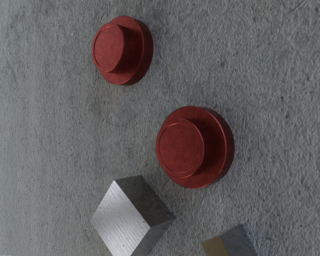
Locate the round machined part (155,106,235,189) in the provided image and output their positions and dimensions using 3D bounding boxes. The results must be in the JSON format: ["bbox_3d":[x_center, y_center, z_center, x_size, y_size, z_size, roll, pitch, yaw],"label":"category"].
[{"bbox_3d":[0.034,0.023,0.365,0.098,0.042,0.097,0,90,39],"label":"round machined part"}]

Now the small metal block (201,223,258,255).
[{"bbox_3d":[0.077,0.134,0.324,0.025,0.050,0.050,-38,67,33],"label":"small metal block"}]

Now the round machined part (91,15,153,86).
[{"bbox_3d":[-0.060,-0.111,0.441,0.098,0.042,0.097,0,90,39],"label":"round machined part"}]

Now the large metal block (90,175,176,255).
[{"bbox_3d":[-0.039,0.123,0.418,0.080,0.050,0.080,46,117,30],"label":"large metal block"}]
